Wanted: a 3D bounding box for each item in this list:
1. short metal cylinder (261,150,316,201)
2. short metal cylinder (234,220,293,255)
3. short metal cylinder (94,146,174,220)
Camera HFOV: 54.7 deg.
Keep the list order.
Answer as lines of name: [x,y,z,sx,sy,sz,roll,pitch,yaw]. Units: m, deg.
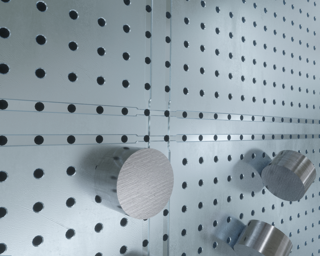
short metal cylinder: [0.237,0.088,0.571,0.050,0.080,0.080,-36,112,-34]
short metal cylinder: [0.171,0.200,0.517,0.050,0.080,0.080,-49,119,-29]
short metal cylinder: [-0.030,0.062,0.367,0.081,0.050,0.079,0,90,-40]
